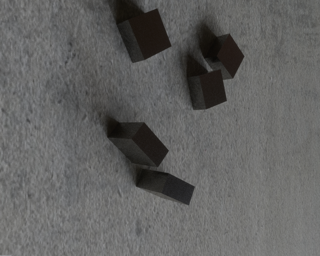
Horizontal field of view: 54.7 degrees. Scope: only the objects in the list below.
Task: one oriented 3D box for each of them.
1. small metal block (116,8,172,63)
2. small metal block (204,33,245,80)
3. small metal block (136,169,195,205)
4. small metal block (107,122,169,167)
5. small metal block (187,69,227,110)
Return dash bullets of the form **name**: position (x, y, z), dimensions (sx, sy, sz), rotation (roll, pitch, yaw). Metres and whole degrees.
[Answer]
- **small metal block**: position (-0.019, -0.116, 0.390), dimensions (0.050, 0.025, 0.050), rotation (-36, 112, -34)
- **small metal block**: position (0.104, -0.113, 0.494), dimensions (0.050, 0.025, 0.050), rotation (45, 63, -31)
- **small metal block**: position (0.007, 0.075, 0.397), dimensions (0.050, 0.050, 0.025), rotation (32, 70, -36)
- **small metal block**: position (-0.026, 0.019, 0.368), dimensions (0.050, 0.050, 0.025), rotation (50, 60, -29)
- **small metal block**: position (0.071, -0.058, 0.467), dimensions (0.050, 0.025, 0.050), rotation (-22, 104, -38)
